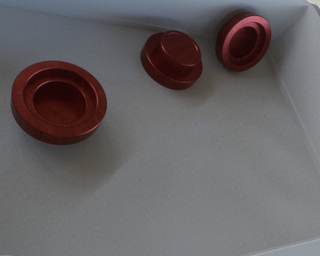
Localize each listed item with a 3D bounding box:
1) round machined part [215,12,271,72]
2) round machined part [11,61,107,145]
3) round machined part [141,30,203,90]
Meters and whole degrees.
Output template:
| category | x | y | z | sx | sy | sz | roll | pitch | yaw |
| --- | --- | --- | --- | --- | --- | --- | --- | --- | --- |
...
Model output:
| category | x | y | z | sx | sy | sz | roll | pitch | yaw |
| --- | --- | --- | --- | --- | --- | --- | --- | --- | --- |
| round machined part | 0.137 | -0.150 | 0.533 | 0.099 | 0.097 | 0.042 | 0 | 33 | -28 |
| round machined part | -0.113 | -0.024 | 0.348 | 0.099 | 0.042 | 0.098 | 14 | 56 | -21 |
| round machined part | 0.024 | -0.110 | 0.474 | 0.099 | 0.042 | 0.098 | 14 | 56 | -21 |
